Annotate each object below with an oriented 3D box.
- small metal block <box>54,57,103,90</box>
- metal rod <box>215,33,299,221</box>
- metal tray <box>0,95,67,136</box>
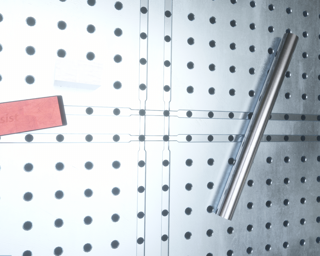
[{"bbox_3d":[-0.097,-0.062,0.364,0.050,0.050,0.025,4,89,-20],"label":"small metal block"},{"bbox_3d":[0.149,-0.007,0.469,0.025,0.025,0.299,26,81,-19],"label":"metal rod"},{"bbox_3d":[-0.167,-0.006,0.316,0.131,0.090,0.030,-11,94,-20],"label":"metal tray"}]
